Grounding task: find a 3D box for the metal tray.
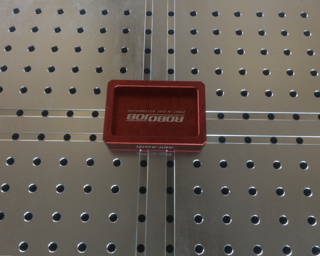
[{"bbox_3d":[-0.006,-0.017,0.415,0.131,0.030,0.090,1,70,0],"label":"metal tray"}]
